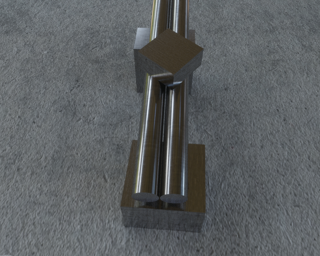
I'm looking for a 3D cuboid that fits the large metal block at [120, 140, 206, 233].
[{"bbox_3d":[0.006,0.062,0.336,0.080,0.050,0.080,4,50,3],"label":"large metal block"}]

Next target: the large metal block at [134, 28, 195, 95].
[{"bbox_3d":[0.007,-0.095,0.449,0.080,0.080,0.050,3,50,2],"label":"large metal block"}]

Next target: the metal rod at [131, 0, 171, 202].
[{"bbox_3d":[-0.005,-0.062,0.362,0.025,0.025,0.300,3,57,2],"label":"metal rod"}]

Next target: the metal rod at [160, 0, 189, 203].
[{"bbox_3d":[0.021,-0.061,0.362,0.025,0.025,0.300,3,57,2],"label":"metal rod"}]

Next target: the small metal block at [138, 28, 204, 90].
[{"bbox_3d":[0.012,-0.077,0.343,0.050,0.025,0.050,37,64,20],"label":"small metal block"}]
